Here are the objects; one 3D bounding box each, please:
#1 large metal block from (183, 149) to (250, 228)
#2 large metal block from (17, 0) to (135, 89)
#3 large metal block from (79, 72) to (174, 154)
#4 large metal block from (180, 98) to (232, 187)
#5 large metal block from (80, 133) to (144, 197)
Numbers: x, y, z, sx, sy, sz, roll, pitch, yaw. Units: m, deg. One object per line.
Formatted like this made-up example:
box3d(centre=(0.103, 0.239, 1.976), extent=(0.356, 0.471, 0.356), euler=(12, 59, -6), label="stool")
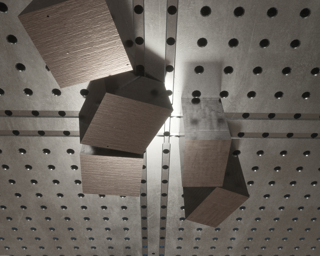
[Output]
box3d(centre=(0.076, 0.083, 0.448), extent=(0.050, 0.080, 0.079), euler=(21, 127, -17), label="large metal block")
box3d(centre=(-0.077, -0.095, 0.313), extent=(0.080, 0.050, 0.080), euler=(-13, 129, 10), label="large metal block")
box3d(centre=(-0.043, -0.019, 0.368), extent=(0.081, 0.050, 0.080), euler=(13, 130, -29), label="large metal block")
box3d(centre=(0.052, 0.017, 0.391), extent=(0.050, 0.080, 0.079), euler=(0, 130, 0), label="large metal block")
box3d(centre=(-0.066, 0.050, 0.437), extent=(0.081, 0.050, 0.079), euler=(5, 130, -5), label="large metal block")
